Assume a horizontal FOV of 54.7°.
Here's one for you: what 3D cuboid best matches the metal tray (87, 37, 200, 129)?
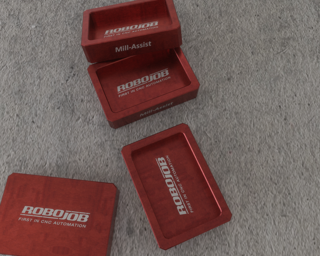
[{"bbox_3d":[-0.023,-0.064,0.428,0.131,0.030,0.090,-22,72,-8],"label":"metal tray"}]

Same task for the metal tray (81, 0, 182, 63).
[{"bbox_3d":[-0.041,-0.141,0.435,0.131,0.030,0.090,-10,50,1],"label":"metal tray"}]

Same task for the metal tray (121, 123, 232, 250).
[{"bbox_3d":[0.017,0.069,0.380,0.091,0.030,0.130,-22,72,-8],"label":"metal tray"}]

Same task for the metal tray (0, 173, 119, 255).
[{"bbox_3d":[-0.120,0.106,0.366,0.131,0.030,0.090,6,70,2],"label":"metal tray"}]
